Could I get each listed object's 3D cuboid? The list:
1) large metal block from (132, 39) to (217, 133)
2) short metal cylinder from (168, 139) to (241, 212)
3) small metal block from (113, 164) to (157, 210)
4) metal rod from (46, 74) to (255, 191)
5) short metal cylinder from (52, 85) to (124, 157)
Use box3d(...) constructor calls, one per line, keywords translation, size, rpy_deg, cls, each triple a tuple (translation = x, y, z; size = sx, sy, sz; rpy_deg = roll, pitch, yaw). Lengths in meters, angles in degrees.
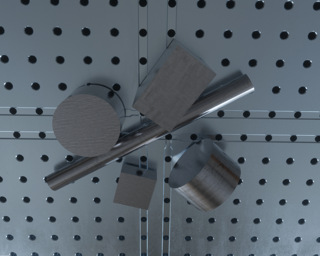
box3d(translation=(0.014, -0.053, 0.361), size=(0.050, 0.080, 0.080), rpy_deg=(35, 106, -12), cls="large metal block")
box3d(translation=(0.057, 0.060, 0.403), size=(0.050, 0.080, 0.080), rpy_deg=(42, 105, -14), cls="short metal cylinder")
box3d(translation=(-0.035, 0.084, 0.440), size=(0.050, 0.025, 0.050), rpy_deg=(14, 109, -6), cls="small metal block")
box3d(translation=(-0.019, 0.010, 0.413), size=(0.301, 0.025, 0.025), rpy_deg=(-27, 108, 9), cls="metal rod")
box3d(translation=(-0.087, -0.010, 0.391), size=(0.081, 0.050, 0.079), rpy_deg=(0, 110, 0), cls="short metal cylinder")
